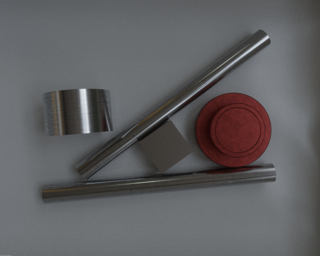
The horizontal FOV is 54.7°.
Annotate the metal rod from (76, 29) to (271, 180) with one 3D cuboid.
[{"bbox_3d":[0.018,-0.031,0.410,0.301,0.025,0.025,-36,90,-1],"label":"metal rod"}]

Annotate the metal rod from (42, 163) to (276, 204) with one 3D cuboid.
[{"bbox_3d":[-0.001,0.073,0.410,0.302,0.025,0.025,-5,90,-1],"label":"metal rod"}]

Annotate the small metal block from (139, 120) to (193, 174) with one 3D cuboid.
[{"bbox_3d":[0.008,0.024,0.409,0.050,0.025,0.050,-36,90,0],"label":"small metal block"}]

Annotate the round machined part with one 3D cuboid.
[{"bbox_3d":[0.096,0.003,0.401,0.099,0.042,0.097,0,90,-1],"label":"round machined part"}]

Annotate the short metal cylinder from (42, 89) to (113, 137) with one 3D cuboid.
[{"bbox_3d":[-0.100,-0.018,0.382,0.081,0.080,0.050,-5,90,-1],"label":"short metal cylinder"}]
